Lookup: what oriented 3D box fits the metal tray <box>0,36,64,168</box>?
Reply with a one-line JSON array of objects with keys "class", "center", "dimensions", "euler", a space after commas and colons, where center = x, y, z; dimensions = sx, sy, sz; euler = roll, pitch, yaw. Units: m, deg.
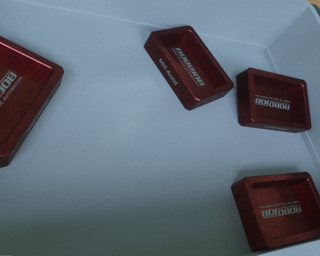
[{"class": "metal tray", "center": [-0.173, -0.034, 0.329], "dimensions": [0.090, 0.030, 0.130], "euler": [27, 52, -12]}]

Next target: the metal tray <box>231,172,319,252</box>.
[{"class": "metal tray", "center": [0.169, 0.111, 0.425], "dimensions": [0.131, 0.030, 0.090], "euler": [1, 61, -28]}]

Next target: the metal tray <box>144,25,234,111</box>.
[{"class": "metal tray", "center": [0.046, -0.098, 0.486], "dimensions": [0.091, 0.030, 0.130], "euler": [-23, 74, -36]}]

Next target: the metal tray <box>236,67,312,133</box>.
[{"class": "metal tray", "center": [0.190, -0.043, 0.515], "dimensions": [0.131, 0.030, 0.090], "euler": [6, 75, -25]}]
